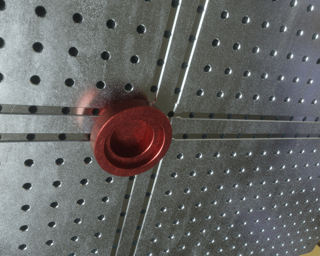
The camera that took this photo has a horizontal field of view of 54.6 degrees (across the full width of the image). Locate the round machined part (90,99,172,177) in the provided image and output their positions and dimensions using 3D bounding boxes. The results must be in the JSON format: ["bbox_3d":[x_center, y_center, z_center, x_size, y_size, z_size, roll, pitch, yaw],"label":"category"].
[{"bbox_3d":[-0.038,0.008,0.384,0.099,0.042,0.097,-14,124,-21],"label":"round machined part"}]
